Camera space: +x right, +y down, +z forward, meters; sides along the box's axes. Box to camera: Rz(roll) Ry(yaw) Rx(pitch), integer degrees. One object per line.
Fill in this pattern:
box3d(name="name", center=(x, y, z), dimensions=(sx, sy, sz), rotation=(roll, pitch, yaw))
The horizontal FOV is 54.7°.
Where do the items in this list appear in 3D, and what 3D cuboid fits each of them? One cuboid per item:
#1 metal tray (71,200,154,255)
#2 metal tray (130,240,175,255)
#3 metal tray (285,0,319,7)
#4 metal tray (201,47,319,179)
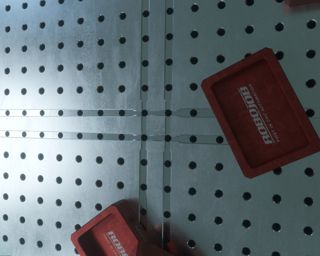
box3d(name="metal tray", center=(-0.053, 0.178, 0.427), dimensions=(0.090, 0.030, 0.130), rotation=(-39, 78, 15))
box3d(name="metal tray", center=(-0.018, 0.218, 0.396), dimensions=(0.090, 0.030, 0.129), rotation=(29, 103, -5))
box3d(name="metal tray", center=(0.184, -0.212, 0.345), dimensions=(0.090, 0.030, 0.129), rotation=(-4, 89, 19))
box3d(name="metal tray", center=(0.117, -0.017, 0.368), dimensions=(0.090, 0.030, 0.129), rotation=(-27, 82, 17))
